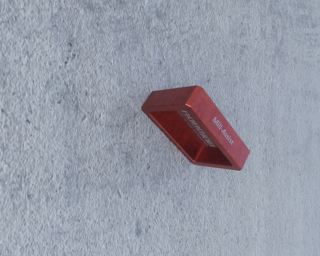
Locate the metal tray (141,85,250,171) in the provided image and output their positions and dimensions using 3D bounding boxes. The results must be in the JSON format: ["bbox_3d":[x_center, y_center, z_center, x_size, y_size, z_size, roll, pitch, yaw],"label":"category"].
[{"bbox_3d":[0.047,0.003,0.406,0.130,0.090,0.030,47,62,-30],"label":"metal tray"}]
